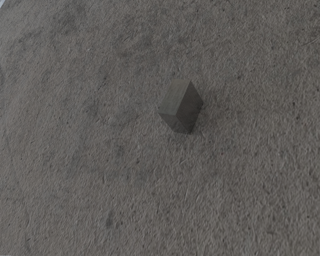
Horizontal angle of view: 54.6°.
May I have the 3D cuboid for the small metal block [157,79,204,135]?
[{"bbox_3d":[0.027,-0.026,0.390,0.025,0.050,0.050,11,67,33],"label":"small metal block"}]
